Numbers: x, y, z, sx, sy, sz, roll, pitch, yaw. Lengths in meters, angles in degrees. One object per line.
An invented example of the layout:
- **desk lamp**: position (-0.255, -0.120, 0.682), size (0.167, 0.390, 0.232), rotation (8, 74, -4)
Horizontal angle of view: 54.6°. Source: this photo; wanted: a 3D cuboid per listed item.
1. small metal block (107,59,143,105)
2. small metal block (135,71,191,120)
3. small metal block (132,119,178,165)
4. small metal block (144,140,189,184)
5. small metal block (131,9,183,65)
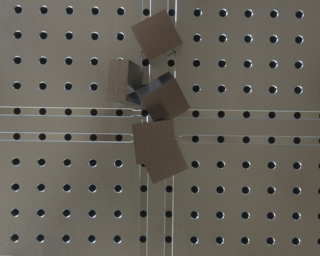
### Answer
- **small metal block**: position (-0.044, -0.057, 0.398), size (0.025, 0.050, 0.050), rotation (4, 90, 16)
- **small metal block**: position (0.004, -0.036, 0.402), size (0.050, 0.025, 0.050), rotation (-31, 124, 0)
- **small metal block**: position (-0.006, 0.016, 0.387), size (0.050, 0.025, 0.050), rotation (-7, 94, 0)
- **small metal block**: position (0.004, 0.040, 0.413), size (0.050, 0.025, 0.050), rotation (-24, 90, 0)
- **small metal block**: position (-0.004, -0.120, 0.413), size (0.050, 0.025, 0.050), rotation (-28, 90, 0)
